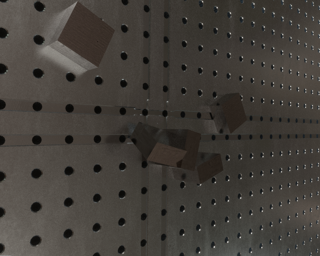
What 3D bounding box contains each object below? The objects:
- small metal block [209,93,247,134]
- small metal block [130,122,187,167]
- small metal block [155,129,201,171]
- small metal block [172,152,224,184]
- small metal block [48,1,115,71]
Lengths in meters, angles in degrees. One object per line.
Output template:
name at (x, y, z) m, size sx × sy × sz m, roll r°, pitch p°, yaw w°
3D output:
small metal block at (0.112, -0.024, 0.506) m, size 0.050 × 0.025 × 0.050 m, roll -34°, pitch 111°, yaw -35°
small metal block at (-0.002, 0.021, 0.389) m, size 0.050 × 0.050 × 0.025 m, roll 19°, pitch 108°, yaw -39°
small metal block at (0.024, 0.029, 0.415) m, size 0.025 × 0.050 × 0.050 m, roll 19°, pitch 78°, yaw -39°
small metal block at (0.053, 0.055, 0.440) m, size 0.050 × 0.050 × 0.025 m, roll -21°, pitch 104°, yaw -38°
small metal block at (-0.085, -0.099, 0.339) m, size 0.050 × 0.025 × 0.050 m, roll 32°, pitch 70°, yaw -36°
